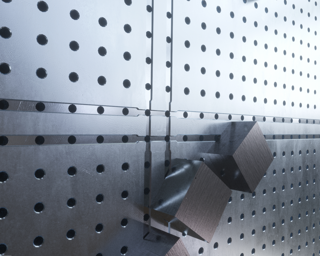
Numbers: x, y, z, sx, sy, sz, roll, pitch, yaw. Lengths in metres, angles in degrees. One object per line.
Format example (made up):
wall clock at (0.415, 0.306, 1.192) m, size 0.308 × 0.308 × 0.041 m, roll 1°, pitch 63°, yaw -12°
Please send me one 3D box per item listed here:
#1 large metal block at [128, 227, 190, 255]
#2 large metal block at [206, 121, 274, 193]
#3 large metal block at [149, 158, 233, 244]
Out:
large metal block at (-0.001, 0.189, 0.392) m, size 0.080 × 0.050 × 0.080 m, roll -39°, pitch 114°, yaw -33°
large metal block at (0.132, 0.045, 0.502) m, size 0.080 × 0.050 × 0.080 m, roll -47°, pitch 118°, yaw -30°
large metal block at (0.045, 0.099, 0.430) m, size 0.080 × 0.050 × 0.080 m, roll 45°, pitch 63°, yaw -31°
